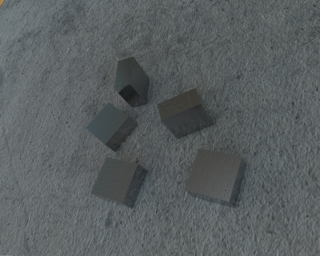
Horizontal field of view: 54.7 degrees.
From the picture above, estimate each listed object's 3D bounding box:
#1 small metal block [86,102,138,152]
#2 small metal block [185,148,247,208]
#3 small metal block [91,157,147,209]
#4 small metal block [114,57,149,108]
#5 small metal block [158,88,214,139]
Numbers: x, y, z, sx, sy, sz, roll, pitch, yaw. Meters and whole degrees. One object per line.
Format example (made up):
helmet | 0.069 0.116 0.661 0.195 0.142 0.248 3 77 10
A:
small metal block | -0.069 -0.002 0.441 0.050 0.025 0.050 33 80 38
small metal block | 0.062 0.054 0.338 0.050 0.025 0.050 9 66 32
small metal block | -0.051 0.068 0.389 0.050 0.025 0.050 8 66 31
small metal block | -0.040 -0.066 0.449 0.025 0.050 0.050 -11 57 22
small metal block | 0.032 -0.016 0.381 0.050 0.050 0.025 -22 54 15
